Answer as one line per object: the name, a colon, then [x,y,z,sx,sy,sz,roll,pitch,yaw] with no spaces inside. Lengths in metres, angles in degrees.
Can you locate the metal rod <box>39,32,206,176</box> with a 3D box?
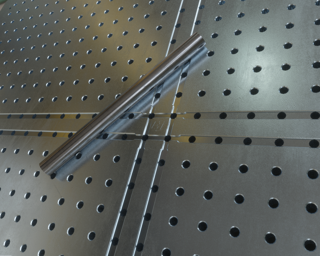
metal rod: [-0.055,-0.035,0.459,0.300,0.025,0.025,-40,51,1]
